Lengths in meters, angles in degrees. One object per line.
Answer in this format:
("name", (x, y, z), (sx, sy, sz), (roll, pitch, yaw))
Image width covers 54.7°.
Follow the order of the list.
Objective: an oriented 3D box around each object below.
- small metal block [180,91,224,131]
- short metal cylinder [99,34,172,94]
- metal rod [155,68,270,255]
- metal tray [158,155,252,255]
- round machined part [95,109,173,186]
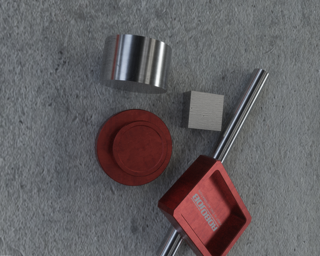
("small metal block", (0.059, -0.023, 0.431), (0.050, 0.025, 0.050), (6, 88, -20))
("short metal cylinder", (-0.029, -0.073, 0.369), (0.081, 0.080, 0.050), (8, 88, -20))
("metal rod", (0.079, 0.045, 0.438), (0.025, 0.025, 0.300), (33, 79, -17))
("metal tray", (0.064, 0.110, 0.405), (0.090, 0.030, 0.130), (-45, 122, -20))
("round machined part", (-0.029, 0.025, 0.389), (0.099, 0.042, 0.097), (0, 90, -20))
